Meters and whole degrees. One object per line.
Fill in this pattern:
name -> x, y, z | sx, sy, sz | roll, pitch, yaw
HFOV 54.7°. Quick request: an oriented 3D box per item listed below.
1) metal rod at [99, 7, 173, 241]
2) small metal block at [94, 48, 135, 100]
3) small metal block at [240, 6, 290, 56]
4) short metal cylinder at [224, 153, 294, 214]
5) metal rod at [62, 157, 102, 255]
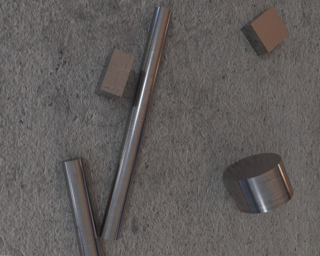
metal rod -> -0.029, -0.009, 0.398 | 0.025, 0.025, 0.299 | 15, 85, -20
small metal block -> -0.056, -0.063, 0.375 | 0.025, 0.050, 0.050 | 20, 83, -19
small metal block -> 0.159, -0.146, 0.467 | 0.050, 0.025, 0.050 | -41, 103, -15
short metal cylinder -> 0.136, 0.075, 0.430 | 0.081, 0.080, 0.050 | -26, 99, -18
metal rod -> -0.079, 0.184, 0.380 | 0.025, 0.025, 0.298 | -11, 94, -20
